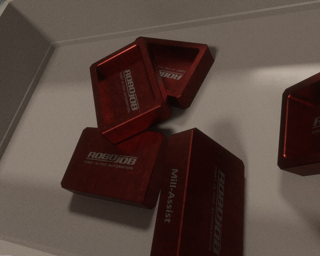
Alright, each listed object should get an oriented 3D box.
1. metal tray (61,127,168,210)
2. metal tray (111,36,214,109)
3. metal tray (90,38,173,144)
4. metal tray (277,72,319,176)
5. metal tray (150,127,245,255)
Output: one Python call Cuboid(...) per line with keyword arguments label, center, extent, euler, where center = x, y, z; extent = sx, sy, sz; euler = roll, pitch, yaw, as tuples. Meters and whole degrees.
Cuboid(label="metal tray", center=(-0.057, 0.048, 0.402), extent=(0.130, 0.030, 0.090), euler=(3, 63, 29))
Cuboid(label="metal tray", center=(0.001, -0.085, 0.452), extent=(0.130, 0.030, 0.090), euler=(18, 71, 34))
Cuboid(label="metal tray", center=(-0.043, -0.053, 0.416), extent=(0.090, 0.030, 0.130), euler=(-25, 53, 12))
Cuboid(label="metal tray", center=(0.161, -0.011, 0.268), extent=(0.130, 0.030, 0.090), euler=(145, 140, -64))
Cuboid(label="metal tray", center=(0.041, 0.076, 0.288), extent=(0.030, 0.090, 0.130), euler=(-19, 49, 41))
